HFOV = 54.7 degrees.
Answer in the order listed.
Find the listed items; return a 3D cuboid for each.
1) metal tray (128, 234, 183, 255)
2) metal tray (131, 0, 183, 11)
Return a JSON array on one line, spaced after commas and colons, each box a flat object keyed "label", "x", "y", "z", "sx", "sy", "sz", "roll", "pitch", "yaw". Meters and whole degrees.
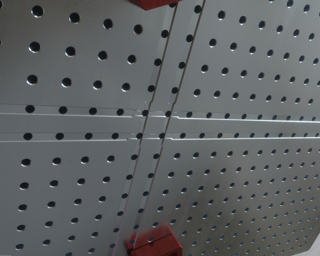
[{"label": "metal tray", "x": -0.005, "y": 0.263, "z": 0.570, "sx": 0.091, "sy": 0.030, "sz": 0.129, "roll": -16, "pitch": 125, "yaw": -20}, {"label": "metal tray", "x": 0.027, "y": -0.182, "z": 0.312, "sx": 0.131, "sy": 0.030, "sz": 0.089, "roll": -22, "pitch": 127, "yaw": -16}]
